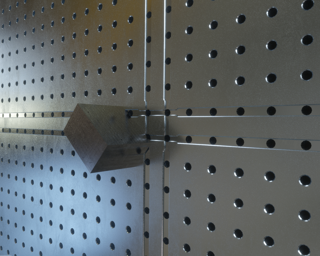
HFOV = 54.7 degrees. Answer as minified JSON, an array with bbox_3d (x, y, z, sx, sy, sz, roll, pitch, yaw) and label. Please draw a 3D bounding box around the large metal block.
[{"bbox_3d":[-0.073,0.012,0.431,0.080,0.081,0.050,49,119,28],"label":"large metal block"}]
